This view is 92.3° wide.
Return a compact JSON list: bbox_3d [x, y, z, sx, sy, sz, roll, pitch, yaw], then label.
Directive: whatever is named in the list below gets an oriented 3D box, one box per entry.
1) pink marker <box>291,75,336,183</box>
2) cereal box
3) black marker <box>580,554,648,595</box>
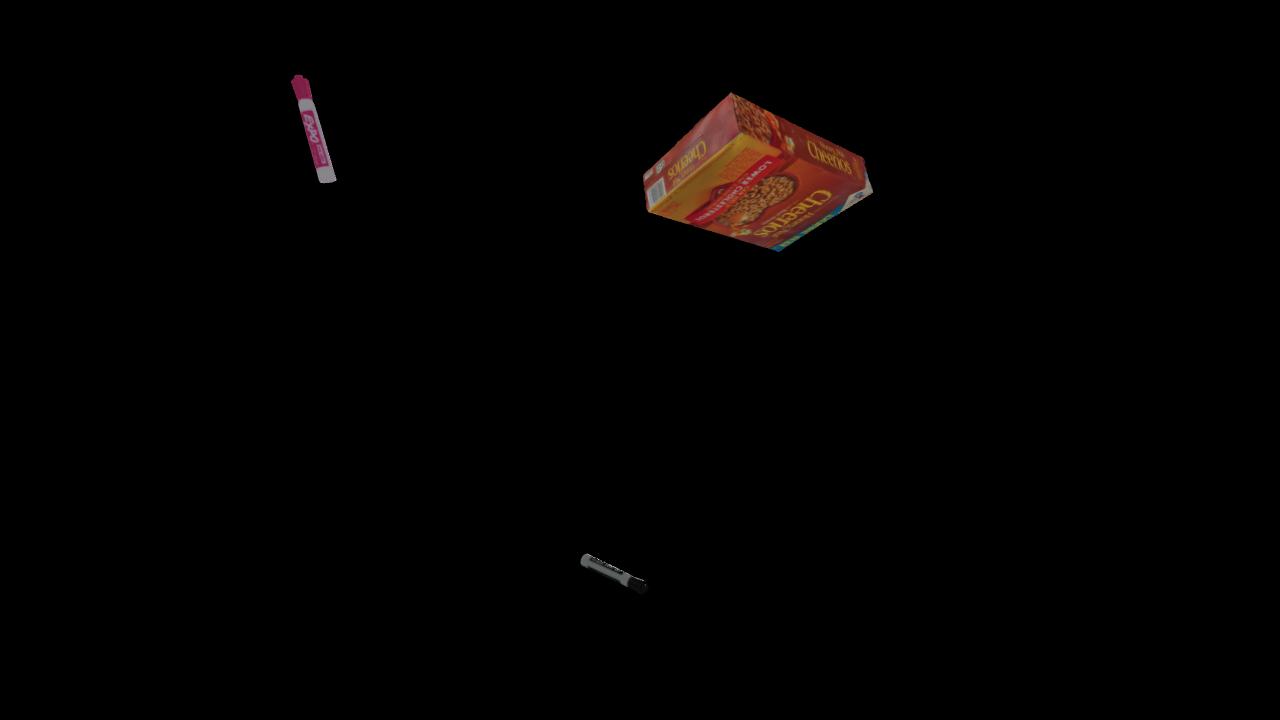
[{"bbox_3d":[-0.379,-0.268,0.715,0.020,0.121,0.020,-13,7,2],"label":"pink marker"},{"bbox_3d":[0.185,-0.272,0.954,0.306,0.081,0.203,8,-24,-37],"label":"cereal box"},{"bbox_3d":[-0.037,0.307,0.882,0.121,0.020,0.020,10,6,40],"label":"black marker"}]
